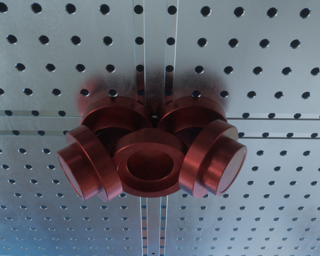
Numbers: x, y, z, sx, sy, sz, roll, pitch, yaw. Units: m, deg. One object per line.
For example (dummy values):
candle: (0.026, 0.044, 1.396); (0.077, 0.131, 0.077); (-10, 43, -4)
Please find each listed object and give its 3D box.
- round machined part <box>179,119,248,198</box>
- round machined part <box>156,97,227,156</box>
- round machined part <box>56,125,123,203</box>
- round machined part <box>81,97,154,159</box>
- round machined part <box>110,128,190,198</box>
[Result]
round machined part: (0.069, 0.042, 0.370); (0.042, 0.099, 0.097); (29, 138, 29)
round machined part: (0.042, 0.010, 0.409); (0.099, 0.042, 0.097); (-1, 130, 0)
round machined part: (-0.090, 0.049, 0.374); (0.042, 0.098, 0.097); (-30, 135, -25)
round machined part: (-0.056, 0.010, 0.408); (0.099, 0.042, 0.097); (-1, 130, 0)
round machined part: (-0.012, 0.038, 0.376); (0.099, 0.042, 0.097); (-1, 130, 0)
